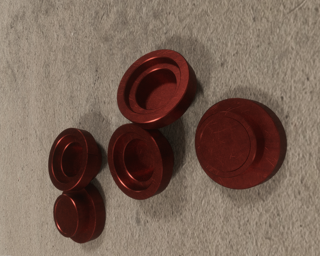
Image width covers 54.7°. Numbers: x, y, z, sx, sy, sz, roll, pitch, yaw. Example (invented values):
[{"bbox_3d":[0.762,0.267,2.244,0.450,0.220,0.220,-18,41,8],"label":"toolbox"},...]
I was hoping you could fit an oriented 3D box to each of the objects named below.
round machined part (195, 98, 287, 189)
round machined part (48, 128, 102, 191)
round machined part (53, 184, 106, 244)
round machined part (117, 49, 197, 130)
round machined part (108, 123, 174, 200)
[{"bbox_3d":[0.078,0.016,0.329,0.098,0.042,0.097,0,90,39],"label":"round machined part"},{"bbox_3d":[-0.130,0.051,0.491,0.098,0.042,0.098,-10,73,36],"label":"round machined part"},{"bbox_3d":[-0.137,0.138,0.504,0.098,0.042,0.097,0,90,39],"label":"round machined part"},{"bbox_3d":[0.000,-0.043,0.377,0.098,0.042,0.098,-13,61,26],"label":"round machined part"},{"bbox_3d":[-0.021,0.040,0.404,0.098,0.042,0.097,7,101,40],"label":"round machined part"}]
